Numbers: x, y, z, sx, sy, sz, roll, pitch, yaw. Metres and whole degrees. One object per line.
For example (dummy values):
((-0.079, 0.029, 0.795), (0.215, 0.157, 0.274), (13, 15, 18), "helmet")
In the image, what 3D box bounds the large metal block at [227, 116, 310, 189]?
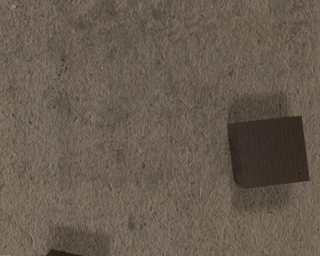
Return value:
((0.136, 0.029, 0.399), (0.081, 0.050, 0.079), (-7, 90, -1), "large metal block")

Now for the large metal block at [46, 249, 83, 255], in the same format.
((-0.117, 0.212, 0.396), (0.080, 0.050, 0.080), (12, 90, -1), "large metal block")
